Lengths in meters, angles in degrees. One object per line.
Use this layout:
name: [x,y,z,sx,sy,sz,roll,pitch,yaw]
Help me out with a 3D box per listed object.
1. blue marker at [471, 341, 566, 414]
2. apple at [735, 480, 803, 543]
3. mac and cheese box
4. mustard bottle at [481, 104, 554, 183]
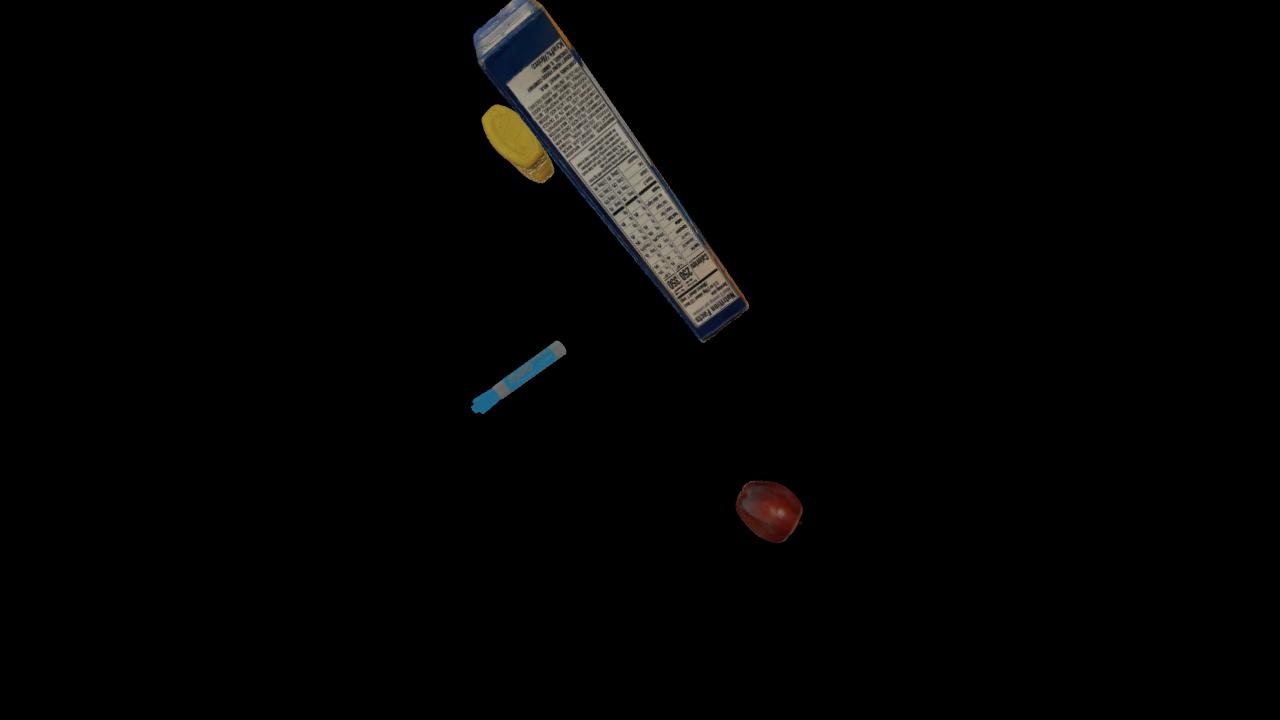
blue marker: [-0.130,0.019,0.663,0.121,0.020,0.020,-39,21,-28]
apple: [0.181,0.207,0.855,0.093,0.079,0.079,28,4,8]
mac and cheese box: [-0.012,-0.099,0.333,0.041,0.184,0.093,-37,35,8]
mustard bottle: [-0.162,-0.291,0.863,0.092,0.054,0.184,40,4,-3]
